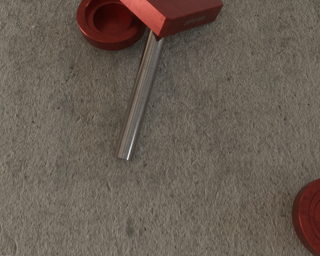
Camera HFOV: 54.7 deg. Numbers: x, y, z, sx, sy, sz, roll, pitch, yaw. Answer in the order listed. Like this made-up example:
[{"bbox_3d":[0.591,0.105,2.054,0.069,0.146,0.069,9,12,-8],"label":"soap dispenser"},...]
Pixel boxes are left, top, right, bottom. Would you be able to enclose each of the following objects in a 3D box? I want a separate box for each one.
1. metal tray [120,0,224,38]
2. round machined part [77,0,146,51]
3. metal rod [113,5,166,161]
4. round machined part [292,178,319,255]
[{"bbox_3d":[0.019,-0.181,0.442,0.090,0.030,0.131,47,49,15],"label":"metal tray"},{"bbox_3d":[-0.068,-0.155,0.455,0.099,0.042,0.098,0,70,0],"label":"round machined part"},{"bbox_3d":[-0.010,-0.103,0.420,0.025,0.025,0.299,14,80,5],"label":"metal rod"},{"bbox_3d":[0.203,0.107,0.362,0.099,0.042,0.098,0,70,0],"label":"round machined part"}]
